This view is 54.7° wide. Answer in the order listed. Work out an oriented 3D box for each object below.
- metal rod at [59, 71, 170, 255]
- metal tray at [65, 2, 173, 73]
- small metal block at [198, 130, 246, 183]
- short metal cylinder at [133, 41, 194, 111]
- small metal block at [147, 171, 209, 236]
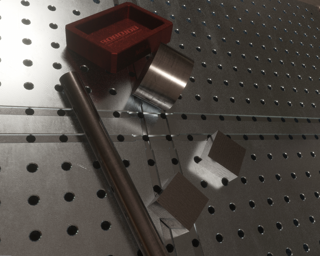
[{"bbox_3d":[-0.043,0.063,0.347,0.025,0.025,0.299,-18,71,-35],"label":"metal rod"},{"bbox_3d":[-0.054,-0.133,0.438,0.090,0.030,0.131,32,48,20],"label":"metal tray"},{"bbox_3d":[0.088,0.040,0.433,0.050,0.025,0.050,35,51,-6],"label":"small metal block"},{"bbox_3d":[0.003,-0.069,0.418,0.050,0.080,0.080,27,52,-12],"label":"short metal cylinder"},{"bbox_3d":[0.022,0.089,0.367,0.050,0.025,0.050,43,51,1],"label":"small metal block"}]
